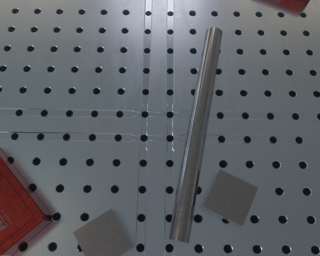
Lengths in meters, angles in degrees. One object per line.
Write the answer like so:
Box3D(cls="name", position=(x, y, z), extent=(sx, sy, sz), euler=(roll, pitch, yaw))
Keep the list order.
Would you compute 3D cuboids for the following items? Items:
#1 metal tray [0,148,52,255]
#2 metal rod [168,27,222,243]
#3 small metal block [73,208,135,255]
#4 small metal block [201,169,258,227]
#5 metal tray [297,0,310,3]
Box3D(cls="metal tray", position=(-0.207, 0.090, 0.374), extent=(0.090, 0.030, 0.130), euler=(-41, 75, -14))
Box3D(cls="metal rod", position=(0.051, -0.005, 0.413), extent=(0.025, 0.025, 0.299), euler=(11, 70, 4))
Box3D(cls="small metal block", position=(-0.065, 0.131, 0.363), extent=(0.050, 0.025, 0.050), euler=(-31, 73, -11))
Box3D(cls="small metal block", position=(0.085, 0.086, 0.381), extent=(0.050, 0.025, 0.050), euler=(26, 72, 9))
Box3D(cls="metal tray", position=(0.198, -0.268, 0.508), extent=(0.130, 0.030, 0.090), euler=(23, 71, 8))
